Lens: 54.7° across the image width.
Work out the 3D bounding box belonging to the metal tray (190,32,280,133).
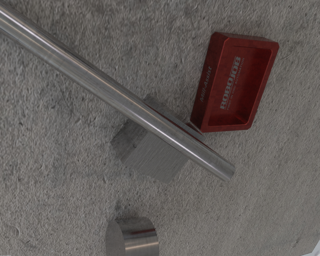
[{"bbox_3d":[0.099,-0.059,0.421,0.091,0.030,0.129,-3,120,-27],"label":"metal tray"}]

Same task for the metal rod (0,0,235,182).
[{"bbox_3d":[-0.031,-0.023,0.325,0.301,0.025,0.025,34,99,-23],"label":"metal rod"}]

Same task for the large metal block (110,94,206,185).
[{"bbox_3d":[-0.002,0.016,0.400,0.080,0.050,0.080,32,101,-38],"label":"large metal block"}]

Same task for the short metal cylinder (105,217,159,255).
[{"bbox_3d":[-0.043,0.174,0.456,0.050,0.080,0.079,2,118,-29],"label":"short metal cylinder"}]
